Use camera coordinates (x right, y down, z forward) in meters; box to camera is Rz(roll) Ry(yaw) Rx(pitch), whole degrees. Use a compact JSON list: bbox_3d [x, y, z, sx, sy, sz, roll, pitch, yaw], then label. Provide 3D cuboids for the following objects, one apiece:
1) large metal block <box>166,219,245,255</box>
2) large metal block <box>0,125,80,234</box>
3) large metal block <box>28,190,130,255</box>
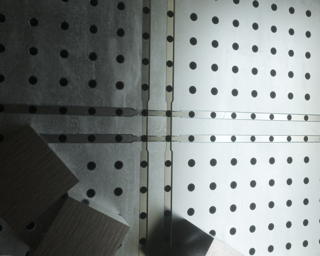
[{"bbox_3d":[0.050,0.176,0.402,0.050,0.080,0.080,34,79,-17],"label":"large metal block"},{"bbox_3d":[-0.150,0.053,0.344,0.080,0.050,0.080,-41,103,-15],"label":"large metal block"},{"bbox_3d":[-0.095,0.128,0.364,0.080,0.050,0.080,33,79,-17],"label":"large metal block"}]
